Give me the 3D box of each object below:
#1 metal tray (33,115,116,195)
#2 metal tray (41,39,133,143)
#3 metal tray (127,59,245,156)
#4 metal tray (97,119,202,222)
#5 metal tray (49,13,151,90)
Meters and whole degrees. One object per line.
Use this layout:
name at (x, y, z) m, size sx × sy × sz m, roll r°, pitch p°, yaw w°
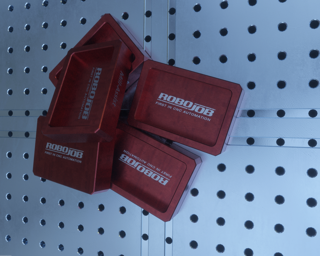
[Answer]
metal tray at (-0.124, 0.033, 0.436) m, size 0.130 × 0.030 × 0.090 m, roll 8°, pitch 94°, yaw 34°
metal tray at (-0.091, -0.047, 0.397) m, size 0.090 × 0.030 × 0.130 m, roll -2°, pitch 65°, yaw 27°
metal tray at (0.031, -0.028, 0.398) m, size 0.130 × 0.030 × 0.090 m, roll 19°, pitch 97°, yaw 18°
metal tray at (-0.022, 0.053, 0.417) m, size 0.130 × 0.030 × 0.090 m, roll 27°, pitch 99°, yaw 18°
metal tray at (-0.086, -0.083, 0.440) m, size 0.130 × 0.030 × 0.090 m, roll -41°, pitch 76°, yaw 15°
